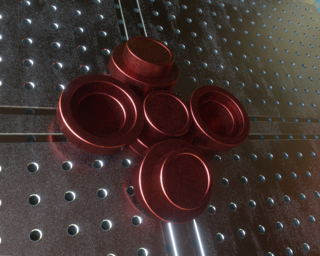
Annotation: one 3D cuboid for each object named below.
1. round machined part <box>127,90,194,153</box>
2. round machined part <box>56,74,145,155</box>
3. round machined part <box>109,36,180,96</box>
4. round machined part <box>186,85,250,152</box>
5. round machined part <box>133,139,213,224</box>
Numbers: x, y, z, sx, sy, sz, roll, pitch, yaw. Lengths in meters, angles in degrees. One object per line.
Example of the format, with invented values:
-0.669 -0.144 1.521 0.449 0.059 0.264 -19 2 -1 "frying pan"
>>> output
0.003 -0.011 0.405 0.099 0.042 0.098 14 56 -21 "round machined part"
-0.072 -0.012 0.367 0.099 0.042 0.098 14 56 -21 "round machined part"
-0.018 -0.091 0.430 0.099 0.042 0.098 14 43 -13 "round machined part"
0.077 -0.010 0.446 0.099 0.042 0.098 14 56 -21 "round machined part"
0.022 0.060 0.359 0.099 0.042 0.098 8 73 -27 "round machined part"
